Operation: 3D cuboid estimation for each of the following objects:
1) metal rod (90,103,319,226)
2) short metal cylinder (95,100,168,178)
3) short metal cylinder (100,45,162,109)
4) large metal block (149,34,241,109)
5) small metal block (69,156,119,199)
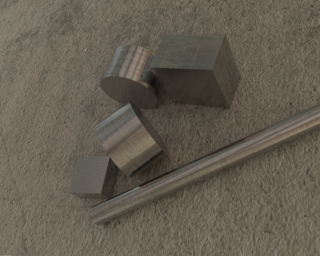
[{"bbox_3d":[0.055,0.042,0.348,0.301,0.025,0.025,-26,53,11],"label":"metal rod"},{"bbox_3d":[-0.034,0.013,0.377,0.050,0.080,0.080,-35,52,5],"label":"short metal cylinder"},{"bbox_3d":[-0.035,-0.068,0.427,0.080,0.080,0.050,5,64,30],"label":"short metal cylinder"},{"bbox_3d":[0.046,-0.069,0.386,0.080,0.080,0.050,9,66,32],"label":"large metal block"},{"bbox_3d":[-0.085,0.065,0.407,0.050,0.025,0.050,-4,60,25],"label":"small metal block"}]
